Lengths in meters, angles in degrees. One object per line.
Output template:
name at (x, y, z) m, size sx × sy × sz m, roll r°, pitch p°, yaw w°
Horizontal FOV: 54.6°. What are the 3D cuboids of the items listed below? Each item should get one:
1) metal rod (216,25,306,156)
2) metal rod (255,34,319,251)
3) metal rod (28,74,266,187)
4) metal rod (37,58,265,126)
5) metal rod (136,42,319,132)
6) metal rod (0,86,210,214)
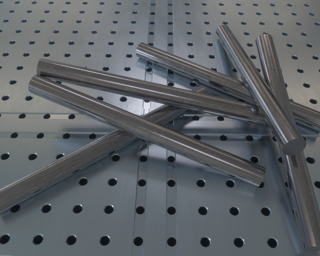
metal rod at (0.127, -0.076, 0.440) m, size 0.025 × 0.025 × 0.300 m, roll -4°, pitch 40°, yaw -4°
metal rod at (0.156, -0.006, 0.389) m, size 0.025 × 0.025 × 0.300 m, roll 0°, pitch 58°, yaw 0°
metal rod at (-0.021, 0.001, 0.377) m, size 0.301 × 0.025 × 0.025 m, roll 22°, pitch 53°, yaw 6°
metal rod at (-0.008, -0.047, 0.407) m, size 0.301 × 0.025 × 0.025 m, roll 12°, pitch 51°, yaw -1°
metal rod at (0.093, -0.068, 0.465) m, size 0.300 × 0.025 × 0.025 m, roll 26°, pitch 55°, yaw 20°
metal rod at (-0.059, 0.017, 0.393) m, size 0.302 × 0.025 × 0.025 m, roll -29°, pitch 56°, yaw -22°
